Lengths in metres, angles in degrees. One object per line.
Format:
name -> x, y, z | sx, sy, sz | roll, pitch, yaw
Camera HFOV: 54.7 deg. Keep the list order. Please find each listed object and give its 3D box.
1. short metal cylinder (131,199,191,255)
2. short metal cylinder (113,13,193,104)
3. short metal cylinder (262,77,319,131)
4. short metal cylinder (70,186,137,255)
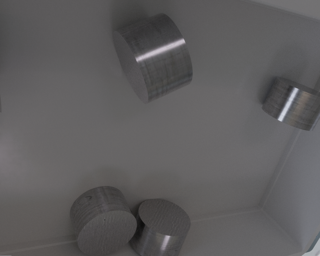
short metal cylinder -> 0.000, 0.152, 0.467 | 0.081, 0.080, 0.050 | 4, 115, -31
short metal cylinder -> -0.008, -0.072, 0.324 | 0.050, 0.080, 0.080 | -26, 128, -12
short metal cylinder -> 0.200, -0.037, 0.459 | 0.081, 0.080, 0.050 | 6, 115, -31
short metal cylinder -> -0.079, 0.128, 0.429 | 0.081, 0.050, 0.079 | -14, 124, -21
